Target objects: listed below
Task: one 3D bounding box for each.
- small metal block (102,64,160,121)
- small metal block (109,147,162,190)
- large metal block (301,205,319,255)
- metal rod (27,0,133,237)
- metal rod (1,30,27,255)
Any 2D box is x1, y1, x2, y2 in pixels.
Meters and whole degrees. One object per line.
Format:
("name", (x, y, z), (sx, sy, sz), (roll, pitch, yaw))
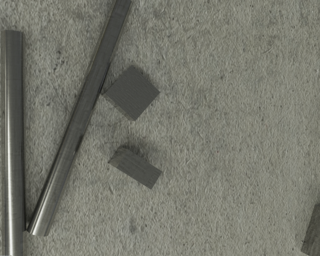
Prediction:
("small metal block", (-0.037, -0.044, 0.396), (0.050, 0.025, 0.050), (43, 76, -15))
("small metal block", (-0.032, 0.049, 0.385), (0.050, 0.050, 0.025), (35, 79, -17))
("large metal block", (0.290, 0.182, 0.506), (0.080, 0.050, 0.080), (23, 82, -19))
("metal rod", (-0.094, -0.020, 0.374), (0.025, 0.025, 0.299), (21, 83, -19))
("metal rod", (-0.164, 0.043, 0.348), (0.025, 0.025, 0.298), (0, 90, -20))
